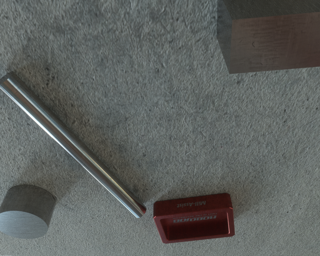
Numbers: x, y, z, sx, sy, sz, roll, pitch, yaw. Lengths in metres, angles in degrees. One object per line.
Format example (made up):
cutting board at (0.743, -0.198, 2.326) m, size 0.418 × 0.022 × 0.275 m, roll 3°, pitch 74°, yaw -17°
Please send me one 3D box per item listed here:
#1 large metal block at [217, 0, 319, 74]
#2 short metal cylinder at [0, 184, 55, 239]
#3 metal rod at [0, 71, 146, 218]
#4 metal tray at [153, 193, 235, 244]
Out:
large metal block at (0.100, -0.096, 0.291) m, size 0.080 × 0.080 × 0.050 m, roll -4°, pitch 130°, yaw 3°
short metal cylinder at (-0.217, 0.137, 0.504) m, size 0.081 × 0.050 × 0.079 m, roll 0°, pitch 130°, yaw 0°
metal rod at (-0.106, 0.042, 0.441) m, size 0.025 × 0.025 × 0.300 m, roll -23°, pitch 127°, yaw 18°
metal tray at (0.061, 0.160, 0.540) m, size 0.131 × 0.030 × 0.090 m, roll -9°, pitch 130°, yaw 7°
